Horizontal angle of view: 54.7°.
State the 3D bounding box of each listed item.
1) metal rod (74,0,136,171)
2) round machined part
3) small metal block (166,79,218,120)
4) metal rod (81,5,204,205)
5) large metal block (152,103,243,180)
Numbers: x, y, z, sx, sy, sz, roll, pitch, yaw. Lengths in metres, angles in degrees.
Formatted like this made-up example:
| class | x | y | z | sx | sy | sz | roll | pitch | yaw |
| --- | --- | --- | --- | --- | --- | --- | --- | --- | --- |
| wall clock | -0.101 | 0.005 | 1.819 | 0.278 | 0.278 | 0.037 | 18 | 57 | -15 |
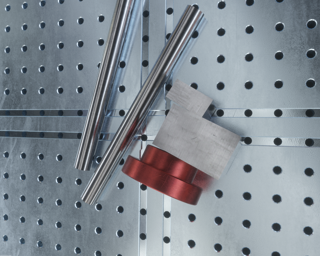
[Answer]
| class | x | y | z | sx | sy | sz | roll | pitch | yaw |
| --- | --- | --- | --- | --- | --- | --- | --- | --- | --- |
| metal rod | -0.072 | -0.085 | 0.436 | 0.025 | 0.025 | 0.298 | 18 | 96 | 19 |
| round machined part | 0.007 | 0.052 | 0.372 | 0.098 | 0.098 | 0.042 | 23 | 84 | 18 |
| small metal block | 0.041 | -0.033 | 0.383 | 0.050 | 0.050 | 0.025 | 33 | 94 | 16 |
| metal rod | -0.029 | -0.024 | 0.421 | 0.025 | 0.025 | 0.299 | 33 | 100 | 16 |
| large metal block | 0.048 | 0.017 | 0.363 | 0.080 | 0.080 | 0.050 | 28 | 93 | 17 |
